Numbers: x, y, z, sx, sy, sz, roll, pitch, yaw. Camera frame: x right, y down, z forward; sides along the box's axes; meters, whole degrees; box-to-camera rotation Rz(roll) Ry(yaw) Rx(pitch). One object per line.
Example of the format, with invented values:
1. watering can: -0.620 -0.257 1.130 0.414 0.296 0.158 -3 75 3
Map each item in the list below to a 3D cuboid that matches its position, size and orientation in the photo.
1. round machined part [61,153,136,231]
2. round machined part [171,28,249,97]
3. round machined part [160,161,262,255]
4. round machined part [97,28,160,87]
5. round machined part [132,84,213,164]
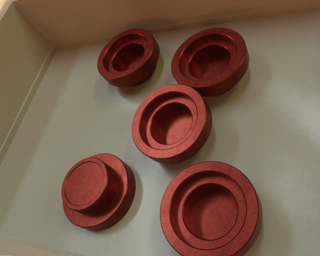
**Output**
1. round machined part: -0.084 0.076 0.392 0.098 0.042 0.098 -13 56 21
2. round machined part: 0.068 -0.081 0.409 0.098 0.042 0.098 -13 56 21
3. round machined part: 0.053 0.087 0.314 0.098 0.042 0.098 -13 56 21
4. round machined part: -0.045 -0.104 0.482 0.098 0.042 0.098 -13 56 21
5. round machined part: 0.018 -0.002 0.383 0.098 0.042 0.098 -12 61 24
